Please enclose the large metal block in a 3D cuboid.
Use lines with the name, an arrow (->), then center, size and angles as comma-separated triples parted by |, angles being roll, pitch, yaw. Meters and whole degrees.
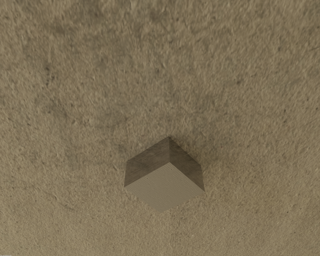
large metal block -> 0.007, 0.070, 0.451 | 0.080, 0.050, 0.080 | -32, 124, 24
